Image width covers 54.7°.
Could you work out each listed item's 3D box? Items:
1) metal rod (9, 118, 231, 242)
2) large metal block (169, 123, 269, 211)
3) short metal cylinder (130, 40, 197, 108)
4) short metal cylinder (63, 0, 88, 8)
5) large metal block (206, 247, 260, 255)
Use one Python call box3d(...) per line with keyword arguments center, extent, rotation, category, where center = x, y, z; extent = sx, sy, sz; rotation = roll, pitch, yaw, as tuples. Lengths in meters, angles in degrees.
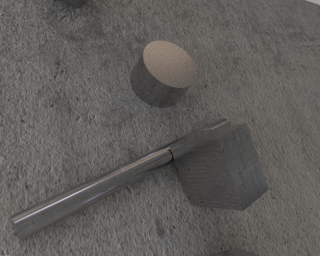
box3d(center=(-0.017, 0.044, 0.367), extent=(0.302, 0.025, 0.025), rotation=(-22, 74, -36), category="metal rod")
box3d(center=(0.067, 0.045, 0.362), extent=(0.050, 0.080, 0.080), rotation=(-24, 97, -36), category="large metal block")
box3d(center=(0.004, -0.075, 0.436), extent=(0.081, 0.050, 0.080), rotation=(14, 56, -21), category="short metal cylinder")
box3d(center=(-0.121, -0.219, 0.437), extent=(0.050, 0.080, 0.080), rotation=(34, 51, -6), category="short metal cylinder")
box3d(center=(0.085, 0.165, 0.314), extent=(0.080, 0.080, 0.050), rotation=(23, 53, -14), category="large metal block")
